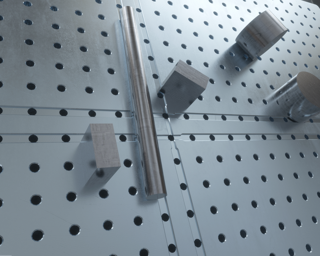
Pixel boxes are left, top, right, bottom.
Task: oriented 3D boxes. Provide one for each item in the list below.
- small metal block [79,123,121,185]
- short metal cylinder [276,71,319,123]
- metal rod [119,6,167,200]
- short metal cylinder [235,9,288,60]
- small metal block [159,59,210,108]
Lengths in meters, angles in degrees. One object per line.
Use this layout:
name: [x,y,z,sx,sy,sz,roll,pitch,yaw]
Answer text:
small metal block: [-0.067,0.029,0.338,0.025,0.050,0.050,-1,62,-29]
short metal cylinder: [0.263,-0.056,0.568,0.081,0.050,0.080,14,56,-21]
metal rod: [-0.028,-0.052,0.424,0.025,0.025,0.299,4,60,-26]
short metal cylinder: [0.189,-0.173,0.580,0.081,0.080,0.050,-33,80,-38]
small metal block: [0.035,-0.063,0.449,0.050,0.050,0.025,30,52,-9]
